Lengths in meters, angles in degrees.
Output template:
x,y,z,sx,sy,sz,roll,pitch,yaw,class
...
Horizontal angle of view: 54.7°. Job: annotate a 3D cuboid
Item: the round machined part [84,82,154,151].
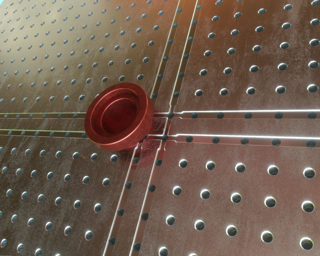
x,y,z,sx,sy,sz,roll,pitch,yaw,class
-0.052,-0.012,0.430,0.098,0.042,0.098,-13,56,20,round machined part
